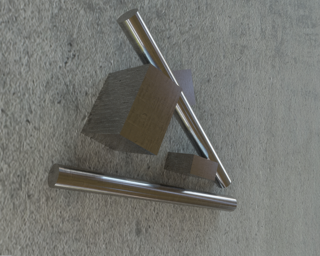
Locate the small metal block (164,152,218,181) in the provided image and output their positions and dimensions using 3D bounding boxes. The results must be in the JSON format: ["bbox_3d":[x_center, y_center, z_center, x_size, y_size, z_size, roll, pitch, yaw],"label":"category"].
[{"bbox_3d":[0.043,0.053,0.427,0.050,0.050,0.025,22,76,-38],"label":"small metal block"}]

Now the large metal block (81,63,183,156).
[{"bbox_3d":[-0.032,-0.019,0.344,0.050,0.080,0.080,34,69,-35],"label":"large metal block"}]

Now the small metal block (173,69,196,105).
[{"bbox_3d":[0.019,-0.052,0.423,0.050,0.025,0.050,-15,100,-39],"label":"small metal block"}]

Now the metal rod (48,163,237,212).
[{"bbox_3d":[0.003,0.086,0.409,0.302,0.025,0.025,19,78,-39],"label":"metal rod"}]

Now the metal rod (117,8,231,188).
[{"bbox_3d":[0.034,-0.015,0.405,0.025,0.025,0.299,-55,131,-26],"label":"metal rod"}]
